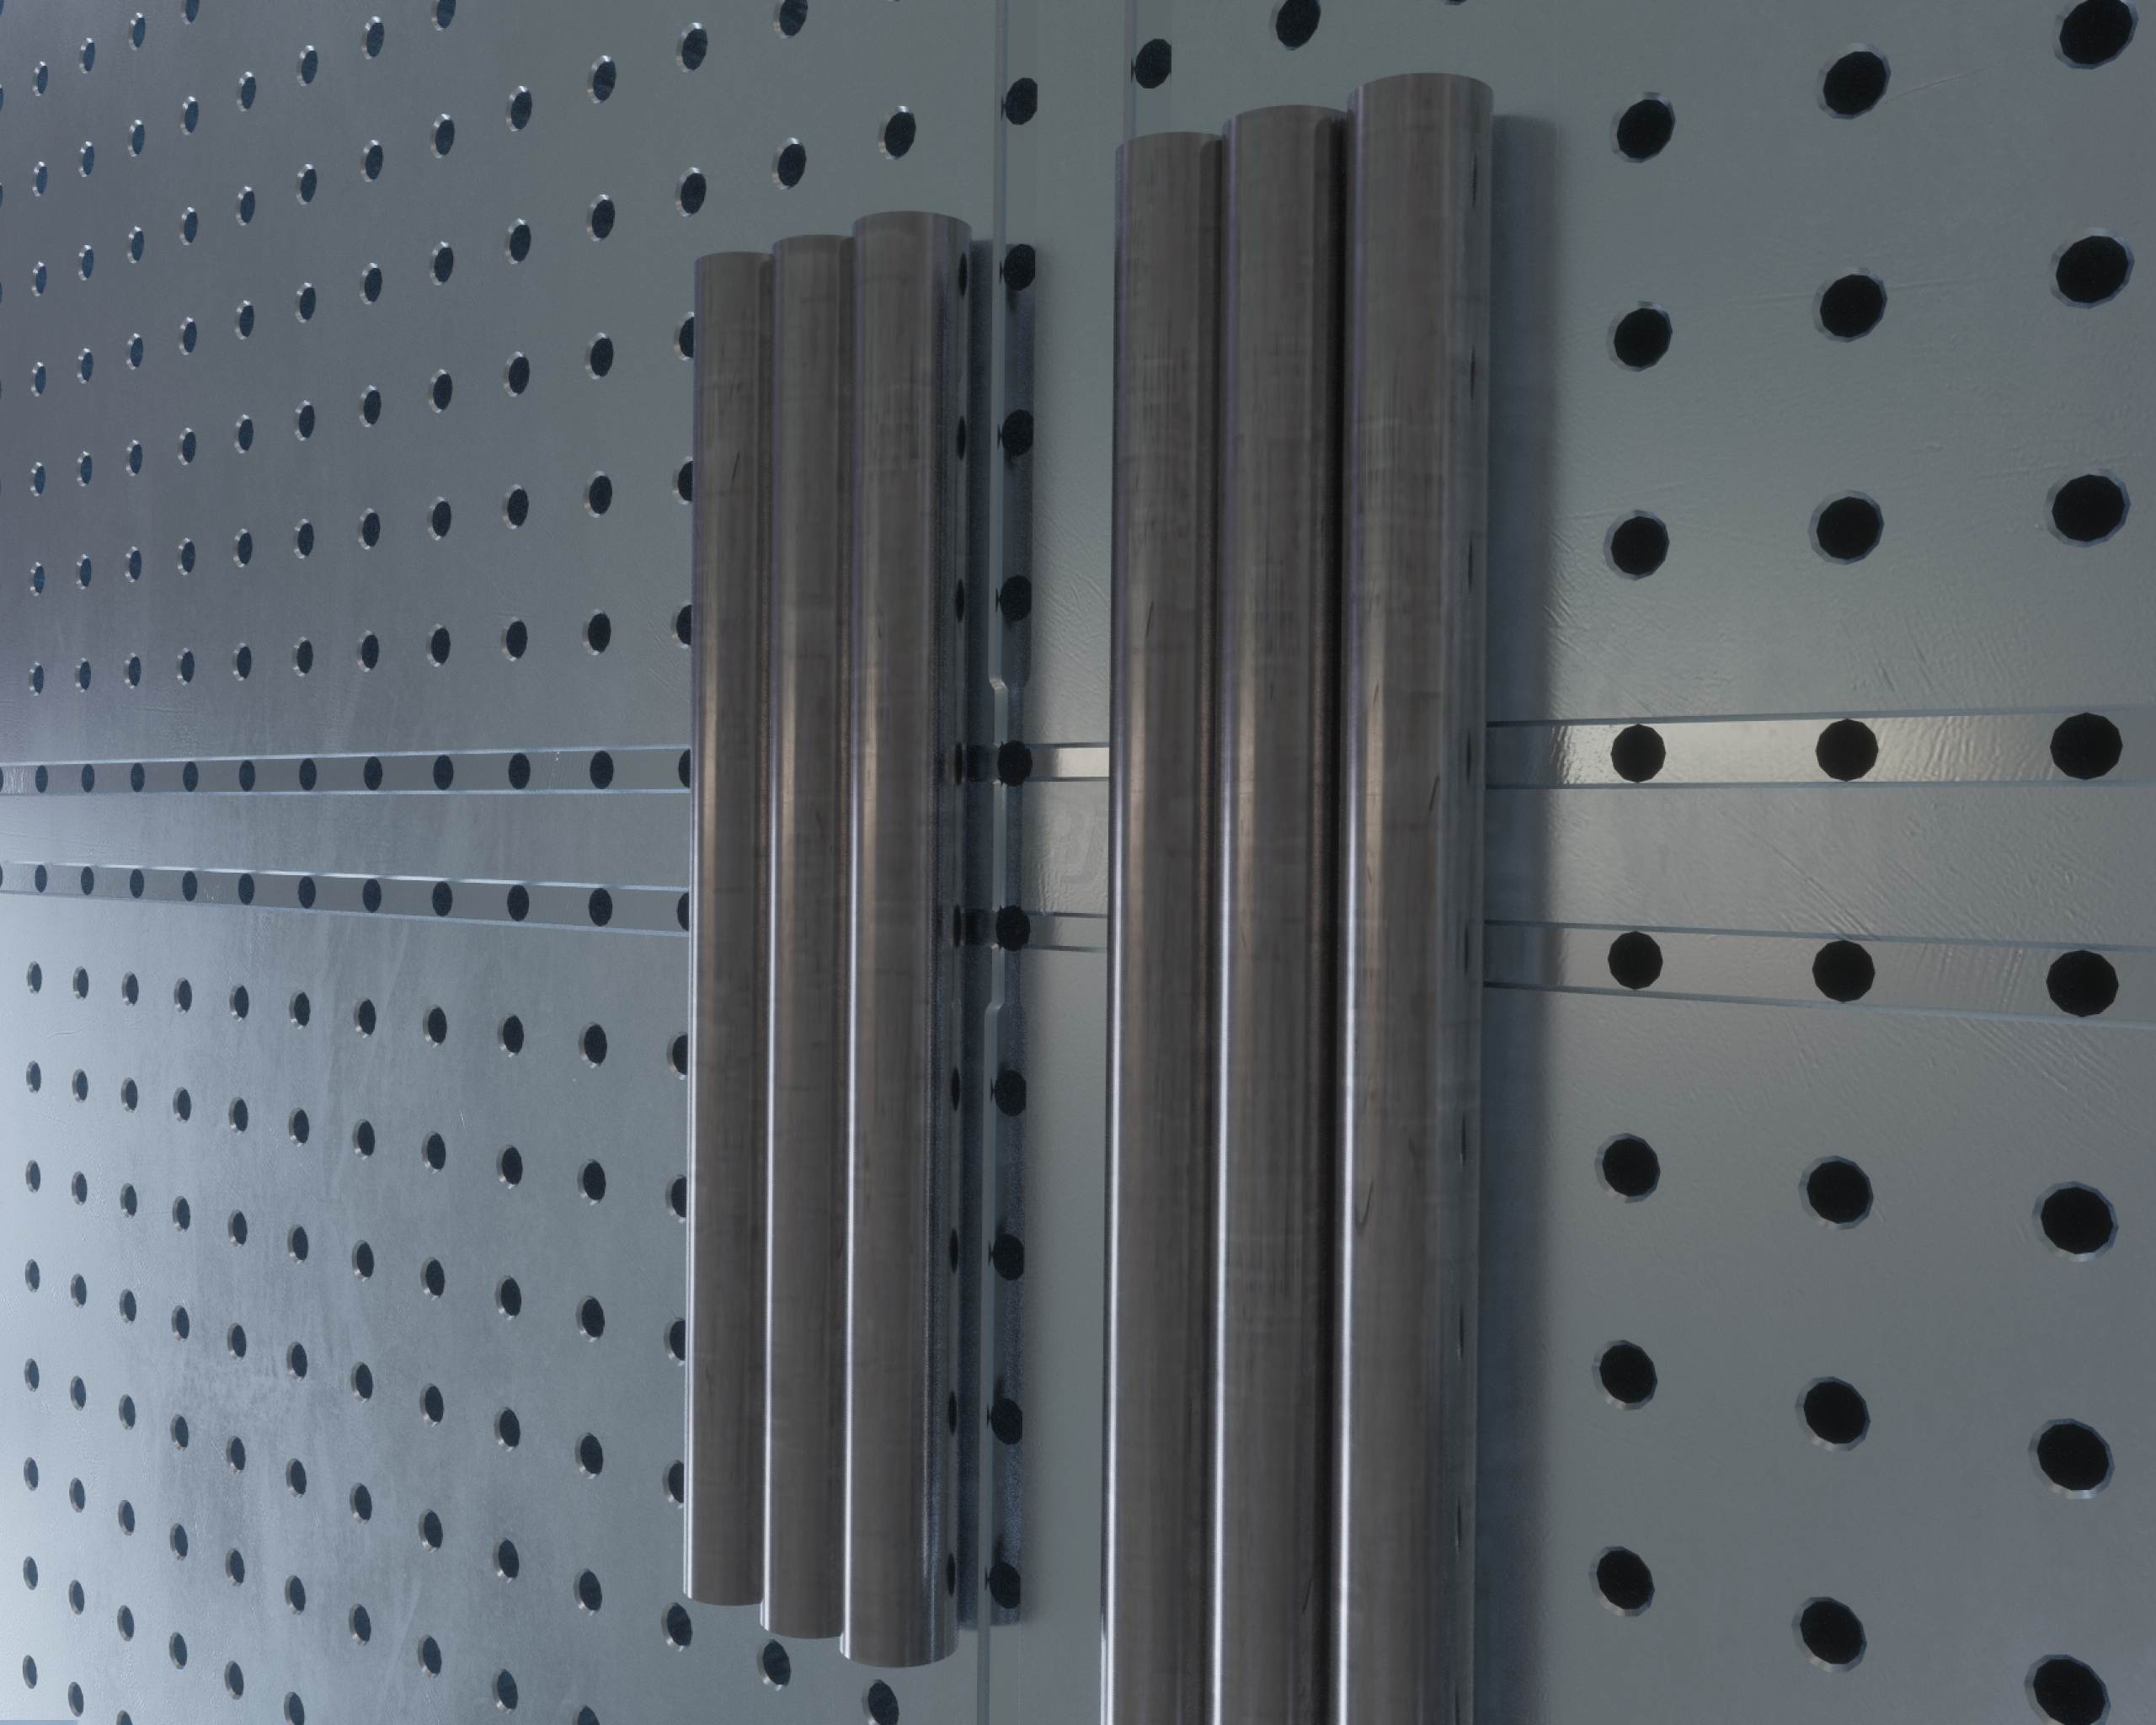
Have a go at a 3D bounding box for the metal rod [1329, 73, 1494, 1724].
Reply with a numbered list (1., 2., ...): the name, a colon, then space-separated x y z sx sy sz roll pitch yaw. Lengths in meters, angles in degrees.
1. metal rod: 0.058 0.017 0.362 0.025 0.025 0.298 1 91 40

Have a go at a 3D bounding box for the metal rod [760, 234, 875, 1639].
1. metal rod: -0.055 0.016 0.456 0.025 0.025 0.298 1 91 40

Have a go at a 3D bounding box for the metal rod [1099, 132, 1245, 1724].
1. metal rod: 0.018 0.016 0.395 0.025 0.025 0.298 1 91 40

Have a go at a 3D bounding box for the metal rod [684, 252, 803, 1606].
1. metal rod: -0.075 0.015 0.472 0.025 0.025 0.298 1 91 40

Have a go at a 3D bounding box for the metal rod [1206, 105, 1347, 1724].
1. metal rod: 0.037 0.017 0.379 0.025 0.025 0.298 1 91 40

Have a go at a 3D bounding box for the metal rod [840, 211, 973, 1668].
1. metal rod: -0.036 0.016 0.440 0.025 0.025 0.298 1 91 40
